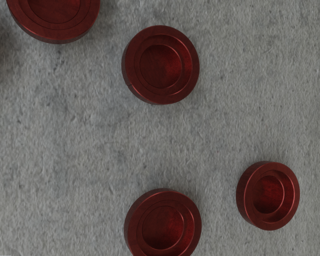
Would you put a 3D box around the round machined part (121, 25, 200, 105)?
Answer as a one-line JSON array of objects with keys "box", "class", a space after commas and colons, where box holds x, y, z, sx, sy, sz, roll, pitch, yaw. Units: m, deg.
[{"box": [-0.002, -0.078, 0.400, 0.099, 0.042, 0.097, 0, 90, -21], "class": "round machined part"}]

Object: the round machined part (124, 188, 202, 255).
[{"box": [0.001, 0.126, 0.402, 0.099, 0.042, 0.097, 0, 90, -21], "class": "round machined part"}]

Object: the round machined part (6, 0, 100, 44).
[{"box": [-0.121, -0.145, 0.355, 0.099, 0.042, 0.097, 0, 90, -21], "class": "round machined part"}]

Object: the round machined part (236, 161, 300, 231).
[{"box": [0.154, 0.097, 0.459, 0.099, 0.042, 0.097, 0, 90, -21], "class": "round machined part"}]
